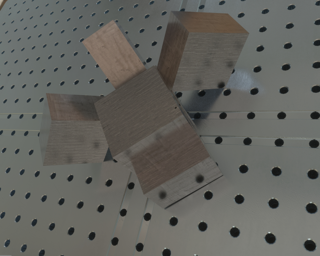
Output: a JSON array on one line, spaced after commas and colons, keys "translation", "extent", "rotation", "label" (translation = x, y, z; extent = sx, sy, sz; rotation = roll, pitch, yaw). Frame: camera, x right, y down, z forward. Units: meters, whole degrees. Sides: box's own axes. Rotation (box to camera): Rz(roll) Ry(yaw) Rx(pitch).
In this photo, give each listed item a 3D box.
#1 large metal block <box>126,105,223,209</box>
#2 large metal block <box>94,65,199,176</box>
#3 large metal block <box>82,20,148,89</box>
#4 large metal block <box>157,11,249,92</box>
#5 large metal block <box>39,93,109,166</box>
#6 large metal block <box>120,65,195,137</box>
[{"translation": [0.014, 0.034, 0.364], "extent": [0.080, 0.050, 0.080], "rotation": [-31, 50, 7], "label": "large metal block"}, {"translation": [-0.016, -0.008, 0.341], "extent": [0.080, 0.050, 0.080], "rotation": [-32, 52, 6], "label": "large metal block"}, {"translation": [-0.059, -0.104, 0.449], "extent": [0.050, 0.080, 0.080], "rotation": [-33, 12, 7], "label": "large metal block"}, {"translation": [0.050, -0.094, 0.385], "extent": [0.081, 0.080, 0.050], "rotation": [-7, 47, -24], "label": "large metal block"}, {"translation": [-0.111, 0.003, 0.411], "extent": [0.050, 0.081, 0.080], "rotation": [62, 140, 39], "label": "large metal block"}, {"translation": [-0.013, -0.023, 0.415], "extent": [0.080, 0.050, 0.080], "rotation": [-33, 51, 6], "label": "large metal block"}]
